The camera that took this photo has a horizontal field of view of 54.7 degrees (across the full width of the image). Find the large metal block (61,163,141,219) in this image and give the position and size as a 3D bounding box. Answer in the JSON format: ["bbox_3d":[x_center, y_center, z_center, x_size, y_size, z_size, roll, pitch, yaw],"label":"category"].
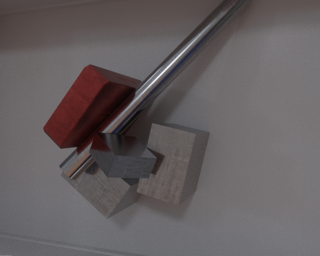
[{"bbox_3d":[-0.064,0.062,0.403,0.080,0.080,0.050,38,102,15],"label":"large metal block"}]

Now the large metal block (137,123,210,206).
[{"bbox_3d":[0.019,0.039,0.373,0.050,0.080,0.079,14,95,19],"label":"large metal block"}]

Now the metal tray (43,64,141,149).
[{"bbox_3d":[-0.066,-0.022,0.375,0.030,0.130,0.090,42,104,16],"label":"metal tray"}]

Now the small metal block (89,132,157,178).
[{"bbox_3d":[-0.040,0.029,0.330,0.050,0.050,0.025,40,114,47],"label":"small metal block"}]

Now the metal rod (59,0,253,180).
[{"bbox_3d":[0.000,-0.057,0.360,0.025,0.025,0.300,43,86,14],"label":"metal rod"}]
